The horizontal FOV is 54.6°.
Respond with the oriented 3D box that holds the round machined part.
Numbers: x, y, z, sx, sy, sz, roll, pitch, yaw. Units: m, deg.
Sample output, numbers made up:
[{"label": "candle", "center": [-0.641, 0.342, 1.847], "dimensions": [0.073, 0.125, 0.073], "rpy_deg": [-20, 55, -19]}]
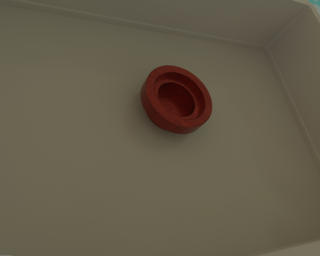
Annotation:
[{"label": "round machined part", "center": [0.019, -0.034, 0.425], "dimensions": [0.099, 0.042, 0.098], "rpy_deg": [13, 56, -21]}]
